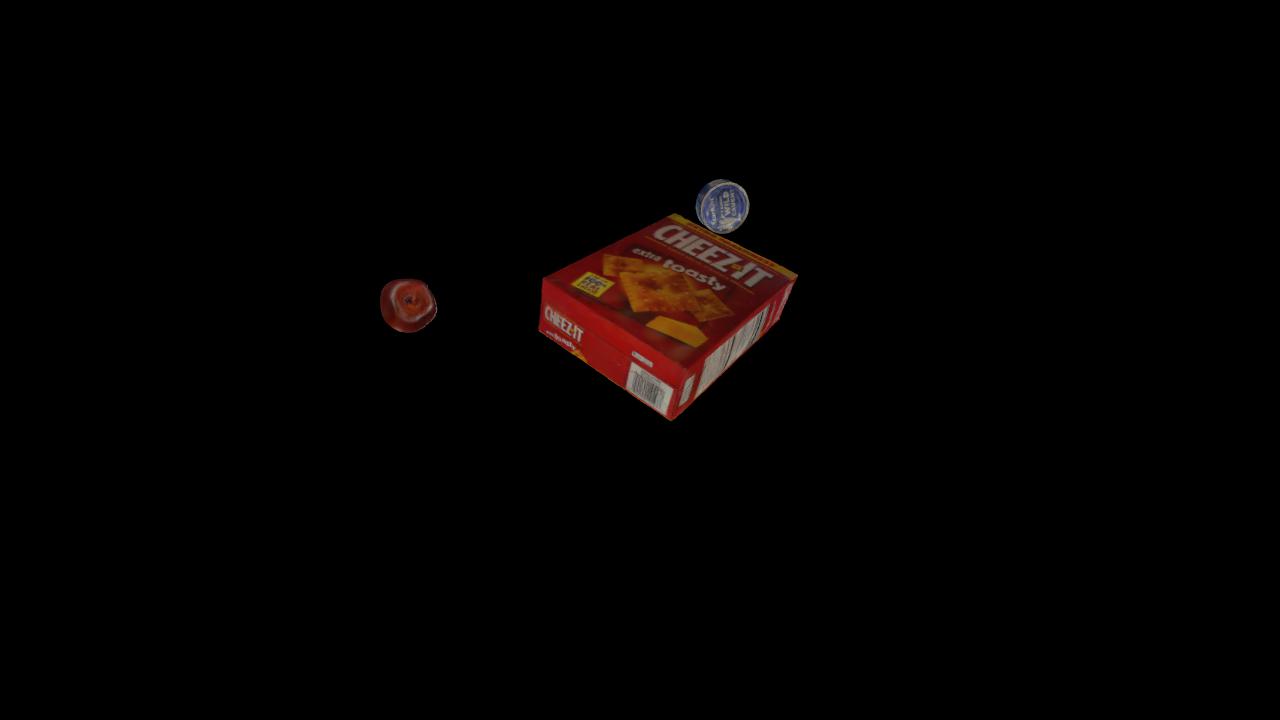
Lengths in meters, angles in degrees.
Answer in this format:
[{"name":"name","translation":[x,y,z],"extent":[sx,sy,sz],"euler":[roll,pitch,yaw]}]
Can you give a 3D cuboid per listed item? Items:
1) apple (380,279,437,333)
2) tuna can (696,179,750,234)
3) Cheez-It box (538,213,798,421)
[{"name":"apple","translation":[-0.332,-0.077,0.876],"extent":[0.079,0.079,0.093],"euler":[0,-7,-26]},{"name":"tuna can","translation":[0.134,-0.253,1.010],"extent":[0.084,0.084,0.034],"euler":[0,27,-16]},{"name":"Cheez-It box","translation":[0.034,-0.058,0.617],"extent":[0.166,0.071,0.223],"euler":[33,44,21]}]
